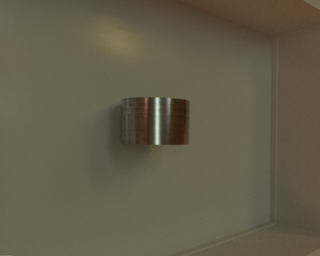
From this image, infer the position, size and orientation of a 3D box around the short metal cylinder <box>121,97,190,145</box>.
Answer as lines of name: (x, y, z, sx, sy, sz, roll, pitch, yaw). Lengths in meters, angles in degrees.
short metal cylinder: (-0.005, -0.007, 0.365, 0.081, 0.080, 0.050, 2, 89, -40)
